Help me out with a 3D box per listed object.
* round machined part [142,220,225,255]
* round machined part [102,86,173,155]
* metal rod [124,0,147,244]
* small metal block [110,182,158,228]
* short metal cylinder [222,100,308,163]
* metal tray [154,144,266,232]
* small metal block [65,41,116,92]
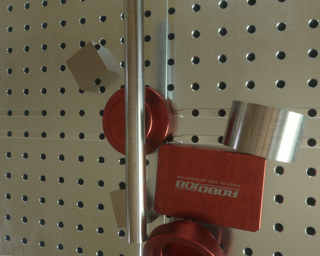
[{"bbox_3d":[0.032,0.153,0.379,0.098,0.042,0.097,9,120,17],"label":"round machined part"},{"bbox_3d":[-0.035,-0.010,0.416,0.098,0.042,0.097,0,90,20],"label":"round machined part"},{"bbox_3d":[-0.030,-0.013,0.378,0.025,0.025,0.298,-1,90,20],"label":"metal rod"},{"bbox_3d":[-0.036,0.106,0.425,0.050,0.025,0.050,-15,85,19],"label":"small metal block"},{"bbox_3d":[0.114,0.003,0.343,0.080,0.080,0.050,15,95,19],"label":"short metal cylinder"},{"bbox_3d":[0.061,0.070,0.388,0.130,0.030,0.089,5,92,19],"label":"metal tray"},{"bbox_3d":[-0.100,-0.088,0.448,0.050,0.025,0.050,-34,79,17],"label":"small metal block"}]
